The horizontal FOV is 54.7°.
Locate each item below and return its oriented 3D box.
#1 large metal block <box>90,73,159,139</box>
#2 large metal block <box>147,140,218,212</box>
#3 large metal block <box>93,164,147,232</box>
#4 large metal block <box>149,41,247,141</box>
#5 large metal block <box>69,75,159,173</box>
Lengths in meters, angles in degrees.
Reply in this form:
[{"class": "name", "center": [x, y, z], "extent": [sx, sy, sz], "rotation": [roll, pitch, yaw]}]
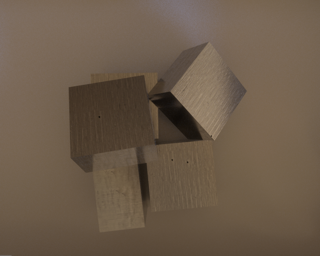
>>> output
[{"class": "large metal block", "center": [-0.043, -0.026, 0.397], "extent": [0.081, 0.050, 0.079], "rotation": [-1, 90, -1]}, {"class": "large metal block", "center": [0.026, 0.057, 0.396], "extent": [0.081, 0.050, 0.079], "rotation": [-5, 90, -1]}, {"class": "large metal block", "center": [-0.046, 0.073, 0.382], "extent": [0.050, 0.080, 0.079], "rotation": [-7, 90, 0]}, {"class": "large metal block", "center": [0.046, -0.042, 0.373], "extent": [0.080, 0.050, 0.080], "rotation": [46, 67, -23]}, {"class": "large metal block", "center": [-0.049, -0.004, 0.332], "extent": [0.080, 0.050, 0.080], "rotation": [-9, 65, 0]}]
